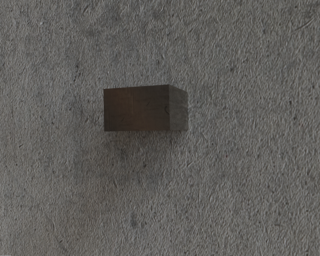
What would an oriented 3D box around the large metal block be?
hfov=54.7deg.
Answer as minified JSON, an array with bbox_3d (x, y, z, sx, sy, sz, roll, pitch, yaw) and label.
[{"bbox_3d":[-0.014,-0.022,0.385,0.080,0.080,0.050,-1,90,19],"label":"large metal block"}]
